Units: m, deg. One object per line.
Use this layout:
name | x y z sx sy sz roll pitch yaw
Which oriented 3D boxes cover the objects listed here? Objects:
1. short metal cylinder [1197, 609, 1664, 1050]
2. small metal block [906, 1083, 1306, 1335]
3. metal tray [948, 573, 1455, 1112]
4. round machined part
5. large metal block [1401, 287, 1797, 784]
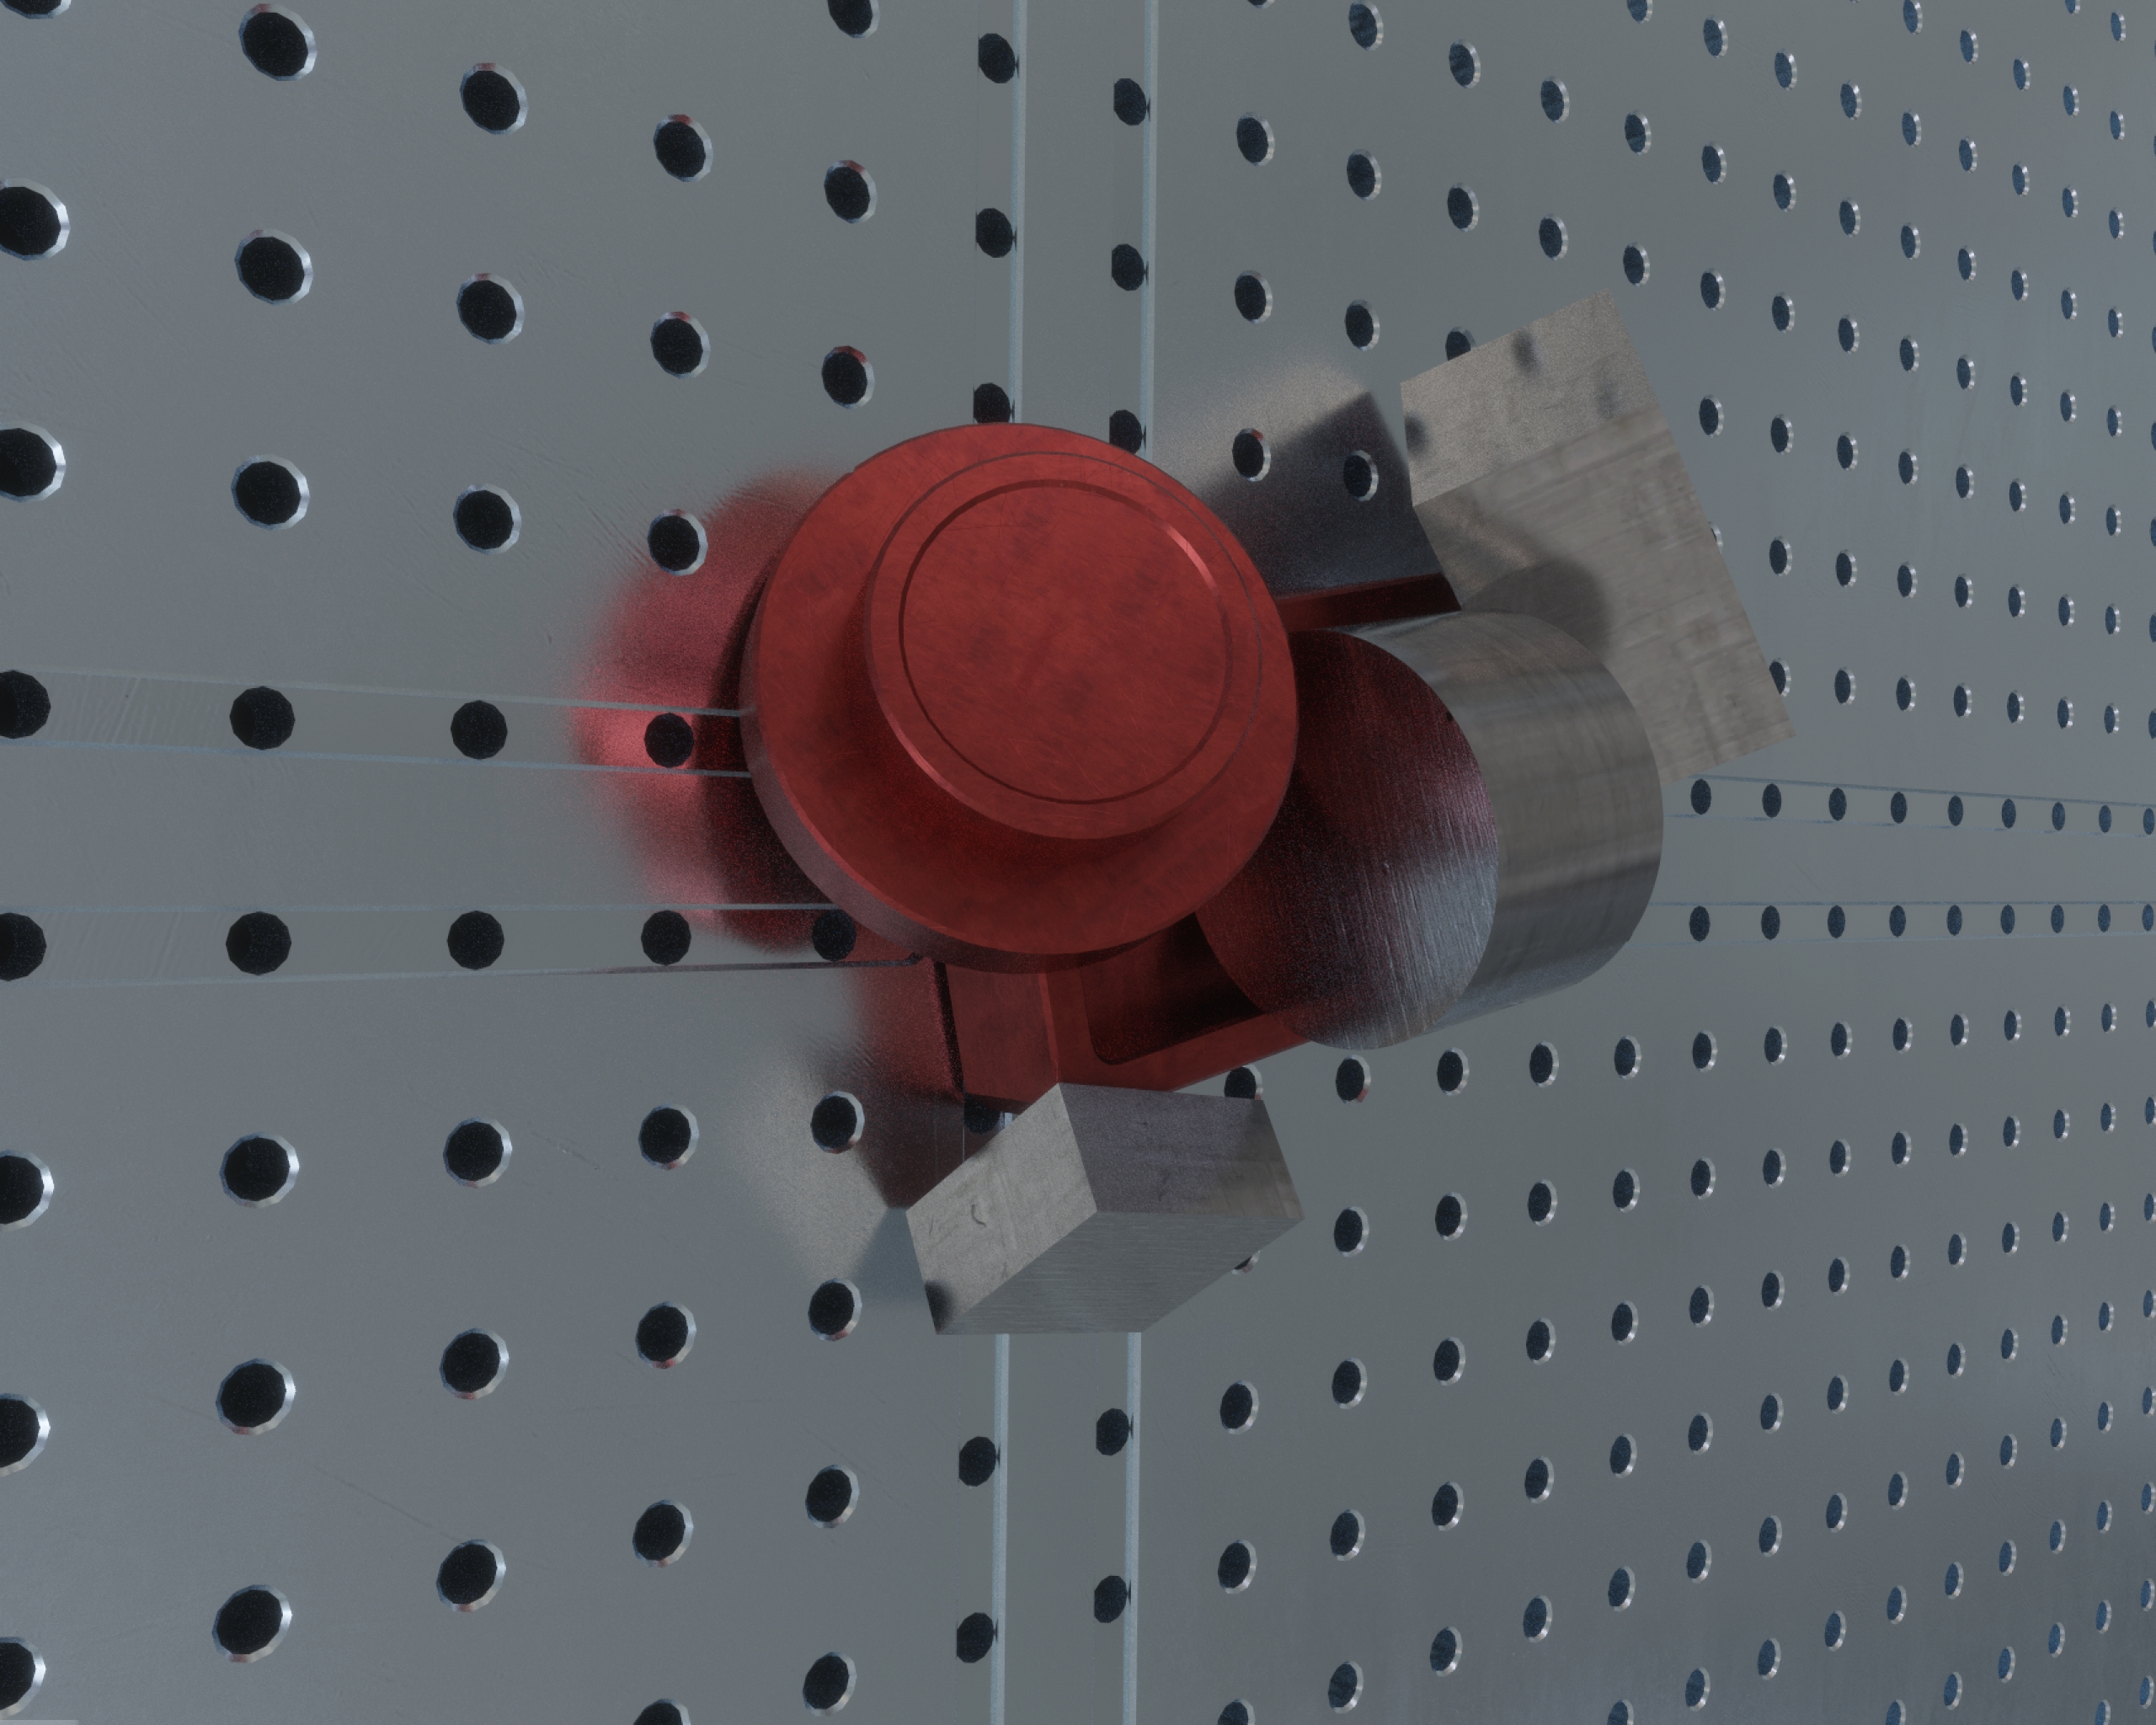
short metal cylinder | 0.065 -0.008 0.407 0.050 0.080 0.079 -12 98 -40
small metal block | 0.005 0.066 0.390 0.050 0.050 0.025 10 50 -39
metal tray | 0.031 -0.007 0.429 0.131 0.030 0.089 -15 100 -39
round machined part | -0.007 -0.032 0.363 0.099 0.042 0.098 4 75 -15
large metal block | 0.111 -0.068 0.456 0.080 0.050 0.080 59 20 -24
